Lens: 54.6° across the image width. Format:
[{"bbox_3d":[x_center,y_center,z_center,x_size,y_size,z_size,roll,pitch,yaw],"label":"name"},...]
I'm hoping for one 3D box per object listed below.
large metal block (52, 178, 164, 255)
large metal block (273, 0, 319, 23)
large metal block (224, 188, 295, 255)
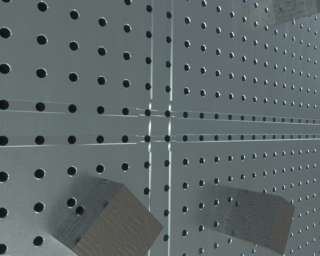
[{"bbox_3d":[-0.055,0.115,0.346,0.080,0.050,0.080,-52,120,-27],"label":"large metal block"},{"bbox_3d":[0.280,-0.244,0.606,0.081,0.080,0.050,-22,104,-38],"label":"large metal block"},{"bbox_3d":[0.163,0.152,0.509,0.050,0.080,0.080,35,69,-35],"label":"large metal block"}]
